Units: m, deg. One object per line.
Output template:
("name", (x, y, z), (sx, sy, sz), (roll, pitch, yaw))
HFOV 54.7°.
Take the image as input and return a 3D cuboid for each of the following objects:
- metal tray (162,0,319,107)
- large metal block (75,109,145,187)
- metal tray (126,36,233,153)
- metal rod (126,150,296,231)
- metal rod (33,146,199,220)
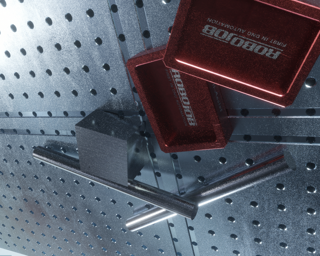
("metal tray", (0.078, -0.083, 0.290), (0.131, 0.030, 0.089), (19, 118, 2))
("large metal block", (-0.070, 0.028, 0.447), (0.080, 0.050, 0.079), (15, 125, 19))
("metal tray", (0.025, -0.035, 0.372), (0.090, 0.030, 0.129), (-8, 115, 31))
("metal rod", (0.050, 0.102, 0.446), (0.299, 0.025, 0.025), (-33, 100, 38))
("metal rod", (-0.084, 0.078, 0.484), (0.301, 0.025, 0.025), (15, 125, 25))
